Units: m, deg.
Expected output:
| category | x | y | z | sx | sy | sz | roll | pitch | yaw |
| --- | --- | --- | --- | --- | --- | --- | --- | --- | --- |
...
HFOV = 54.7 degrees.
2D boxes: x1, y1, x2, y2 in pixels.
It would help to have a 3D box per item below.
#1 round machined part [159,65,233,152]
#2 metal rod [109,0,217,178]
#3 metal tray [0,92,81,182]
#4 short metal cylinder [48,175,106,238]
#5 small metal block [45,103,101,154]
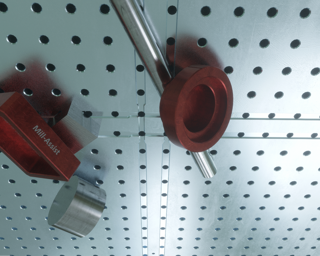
| category | x | y | z | sx | sy | sz | roll | pitch | yaw |
| --- | --- | --- | --- | --- | --- | --- | --- | --- | --- |
| round machined part | 0.038 | -0.024 | 0.358 | 0.042 | 0.098 | 0.098 | 19 | 148 | 45 |
| metal rod | 0.014 | -0.038 | 0.379 | 0.025 | 0.025 | 0.299 | -19 | 128 | 15 |
| metal tray | -0.173 | 0.015 | 0.395 | 0.090 | 0.030 | 0.130 | 0 | 136 | 33 |
| short metal cylinder | -0.127 | 0.120 | 0.476 | 0.050 | 0.080 | 0.080 | 35 | 122 | -26 |
| small metal block | -0.117 | 0.002 | 0.412 | 0.050 | 0.025 | 0.050 | -33 | 123 | 24 |
